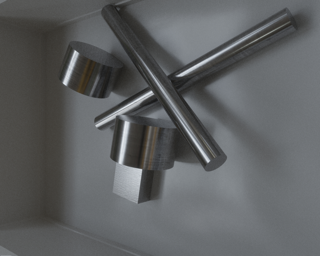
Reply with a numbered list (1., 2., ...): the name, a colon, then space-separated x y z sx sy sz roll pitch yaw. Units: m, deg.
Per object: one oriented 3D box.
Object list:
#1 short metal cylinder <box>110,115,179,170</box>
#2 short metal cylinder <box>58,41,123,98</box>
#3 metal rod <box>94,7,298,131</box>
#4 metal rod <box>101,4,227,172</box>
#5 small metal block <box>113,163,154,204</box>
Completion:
1. short metal cylinder: -0.018 0.016 0.384 0.080 0.081 0.050 16 100 38
2. short metal cylinder: -0.101 -0.085 0.452 0.080 0.081 0.050 42 115 31
3. metal rod: 0.018 -0.057 0.389 0.299 0.025 0.025 -24 75 37
4. metal rod: -0.011 -0.071 0.384 0.025 0.025 0.300 -52 51 27
5. small metal block: -0.038 0.073 0.436 0.050 0.025 0.050 13 98 39
